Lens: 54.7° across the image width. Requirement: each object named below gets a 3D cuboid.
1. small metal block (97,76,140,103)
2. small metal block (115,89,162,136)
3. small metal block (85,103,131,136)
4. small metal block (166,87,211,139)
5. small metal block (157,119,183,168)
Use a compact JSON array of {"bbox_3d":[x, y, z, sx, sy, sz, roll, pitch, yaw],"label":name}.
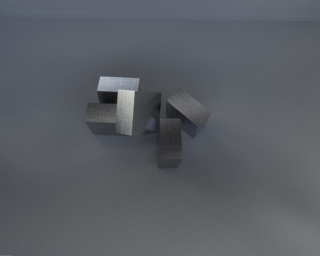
[{"bbox_3d":[-0.052,-0.040,0.408,0.050,0.050,0.025,3,55,1],"label":"small metal block"},{"bbox_3d":[-0.025,-0.019,0.368,0.025,0.050,0.050,10,99,35],"label":"small metal block"},{"bbox_3d":[-0.064,-0.010,0.399,0.050,0.050,0.025,3,70,1],"label":"small metal block"},{"bbox_3d":[0.035,-0.018,0.403,0.050,0.050,0.025,40,75,13],"label":"small metal block"},{"bbox_3d":[0.011,0.020,0.388,0.025,0.050,0.050,0,70,-4],"label":"small metal block"}]
